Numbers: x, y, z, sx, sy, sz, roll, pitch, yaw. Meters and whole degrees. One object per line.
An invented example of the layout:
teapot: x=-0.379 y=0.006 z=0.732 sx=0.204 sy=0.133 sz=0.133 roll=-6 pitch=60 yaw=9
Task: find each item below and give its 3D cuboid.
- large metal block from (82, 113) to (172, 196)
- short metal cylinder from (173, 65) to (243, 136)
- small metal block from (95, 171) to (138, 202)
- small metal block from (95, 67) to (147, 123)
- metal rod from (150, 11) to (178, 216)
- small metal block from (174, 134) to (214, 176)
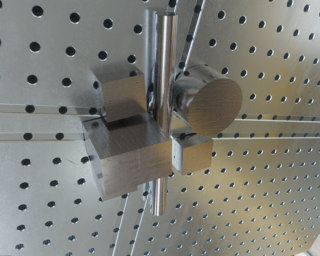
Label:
large metal block: x=-0.040 y=0.024 z=0.368 sx=0.081 sy=0.080 sz=0.050 roll=-15 pitch=125 yaw=-21
short metal cylinder: x=0.060 y=-0.036 z=0.406 sx=0.081 sy=0.050 sz=0.079 roll=-14 pitch=125 yaw=-21
small metal block: x=-0.060 y=0.066 z=0.421 sx=0.050 sy=0.025 sz=0.050 roll=-15 pitch=125 yaw=-21
small metal block: x=-0.045 y=-0.039 z=0.364 sx=0.050 sy=0.025 sz=0.050 roll=-16 pitch=125 yaw=-20
metal rod: x=0.002 y=0.003 z=0.415 sx=0.025 sy=0.025 sz=0.298 roll=-12 pitch=124 yaw=-22
small metal block: x=0.050 y=0.038 z=0.464 sx=0.050 sy=0.025 sz=0.050 roll=-14 pitch=124 yaw=-21
